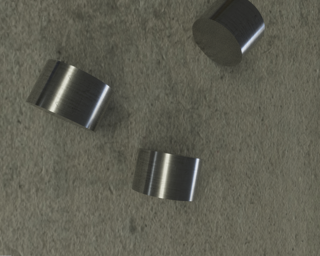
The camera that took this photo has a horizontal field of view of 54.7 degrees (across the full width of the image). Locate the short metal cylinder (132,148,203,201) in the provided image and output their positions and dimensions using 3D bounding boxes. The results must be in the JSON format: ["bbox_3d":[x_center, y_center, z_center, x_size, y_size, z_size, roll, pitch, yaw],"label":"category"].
[{"bbox_3d":[0.009,0.056,0.384,0.081,0.080,0.050,11,86,-20],"label":"short metal cylinder"}]

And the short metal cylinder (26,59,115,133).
[{"bbox_3d":[-0.098,-0.034,0.344,0.080,0.080,0.050,26,81,-19],"label":"short metal cylinder"}]

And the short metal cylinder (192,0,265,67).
[{"bbox_3d":[0.091,-0.129,0.415,0.080,0.080,0.050,45,76,-15],"label":"short metal cylinder"}]
